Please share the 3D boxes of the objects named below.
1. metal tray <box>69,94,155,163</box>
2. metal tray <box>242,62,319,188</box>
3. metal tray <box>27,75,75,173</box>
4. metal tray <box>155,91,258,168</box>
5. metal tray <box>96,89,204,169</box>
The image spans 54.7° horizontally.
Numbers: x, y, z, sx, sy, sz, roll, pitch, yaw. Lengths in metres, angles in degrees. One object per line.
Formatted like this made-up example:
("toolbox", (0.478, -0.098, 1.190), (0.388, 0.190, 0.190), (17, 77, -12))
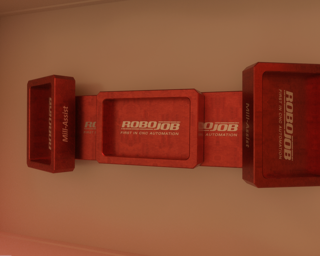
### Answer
("metal tray", (-0.063, 0.000, 0.430), (0.130, 0.030, 0.089), (0, 90, 20))
("metal tray", (0.138, -0.003, 0.337), (0.091, 0.030, 0.129), (0, 90, -9))
("metal tray", (-0.157, -0.006, 0.443), (0.090, 0.030, 0.129), (1, 90, 45))
("metal tray", (0.059, 0.001, 0.386), (0.130, 0.030, 0.089), (0, 90, 20))
("metal tray", (-0.014, 0.000, 0.379), (0.130, 0.030, 0.089), (1, 90, 20))
